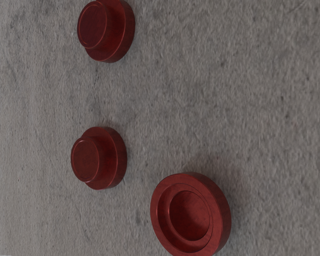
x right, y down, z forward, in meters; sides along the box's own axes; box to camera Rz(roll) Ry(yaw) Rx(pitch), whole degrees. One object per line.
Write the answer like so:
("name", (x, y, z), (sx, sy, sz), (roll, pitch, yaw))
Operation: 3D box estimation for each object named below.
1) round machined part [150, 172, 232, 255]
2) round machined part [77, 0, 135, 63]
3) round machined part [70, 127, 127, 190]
("round machined part", (0.039, 0.099, 0.360), (0.098, 0.042, 0.097), (0, 90, 39))
("round machined part", (-0.087, -0.149, 0.463), (0.098, 0.042, 0.097), (0, 90, 39))
("round machined part", (-0.099, 0.047, 0.473), (0.098, 0.042, 0.097), (0, 90, 39))
